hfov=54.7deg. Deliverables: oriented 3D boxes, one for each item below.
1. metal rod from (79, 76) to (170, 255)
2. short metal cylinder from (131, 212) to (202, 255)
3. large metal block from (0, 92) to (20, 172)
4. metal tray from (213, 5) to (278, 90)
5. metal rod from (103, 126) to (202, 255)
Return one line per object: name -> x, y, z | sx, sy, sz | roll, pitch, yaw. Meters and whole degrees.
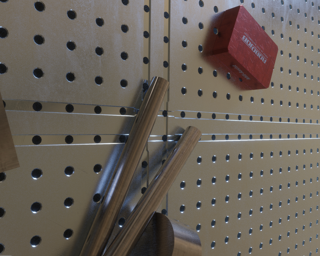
metal rod -> -0.050, 0.072, 0.368 | 0.025, 0.025, 0.299 | 33, 69, -36
short metal cylinder -> 0.003, 0.150, 0.379 | 0.050, 0.080, 0.080 | 34, 69, -35
large metal block -> -0.157, -0.004, 0.242 | 0.050, 0.080, 0.079 | -18, 102, -39
metal tray -> 0.152, -0.135, 0.536 | 0.131, 0.030, 0.090 | 30, 71, -36
metal rod -> -0.023, 0.107, 0.369 | 0.025, 0.025, 0.301 | 55, 51, -26
